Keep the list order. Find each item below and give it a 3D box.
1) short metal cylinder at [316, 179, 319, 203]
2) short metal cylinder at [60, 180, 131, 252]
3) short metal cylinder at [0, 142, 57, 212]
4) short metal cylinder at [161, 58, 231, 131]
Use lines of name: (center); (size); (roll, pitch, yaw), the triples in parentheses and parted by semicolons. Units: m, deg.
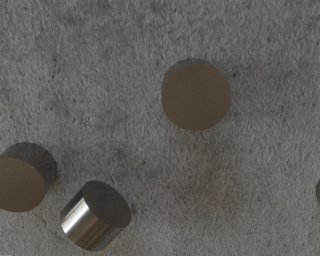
short metal cylinder: (0.272, 0.097, 0.436); (0.081, 0.050, 0.079); (0, 110, -1)
short metal cylinder: (-0.087, 0.118, 0.423); (0.080, 0.080, 0.050); (38, 105, -13)
short metal cylinder: (-0.187, 0.066, 0.418); (0.081, 0.050, 0.079); (0, 110, -1)
short metal cylinder: (0.042, -0.042, 0.381); (0.081, 0.050, 0.079); (0, 110, -1)
